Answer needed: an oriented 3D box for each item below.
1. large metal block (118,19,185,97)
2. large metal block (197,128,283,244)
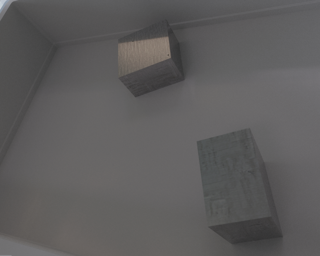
[{"bbox_3d":[-0.014,-0.103,0.460,0.080,0.050,0.080,-17,55,18],"label":"large metal block"},{"bbox_3d":[0.076,0.058,0.295,0.050,0.080,0.080,-16,55,19],"label":"large metal block"}]
